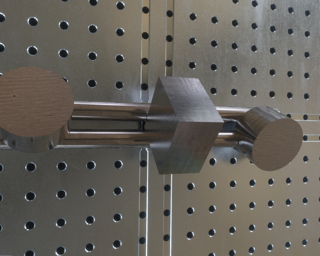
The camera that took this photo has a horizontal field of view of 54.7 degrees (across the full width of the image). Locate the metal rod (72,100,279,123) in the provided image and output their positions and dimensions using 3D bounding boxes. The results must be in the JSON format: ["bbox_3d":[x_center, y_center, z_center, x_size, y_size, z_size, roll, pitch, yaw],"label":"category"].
[{"bbox_3d":[0.035,-0.020,0.425,0.302,0.025,0.025,1,90,-20],"label":"metal rod"}]

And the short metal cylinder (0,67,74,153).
[{"bbox_3d":[-0.136,-0.019,0.334,0.081,0.050,0.080,8,65,-17],"label":"short metal cylinder"}]

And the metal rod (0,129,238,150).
[{"bbox_3d":[-0.035,0.014,0.399,0.302,0.025,0.025,1,90,-20],"label":"metal rod"}]

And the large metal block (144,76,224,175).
[{"bbox_3d":[0.023,-0.003,0.360,0.050,0.080,0.079,1,132,-20],"label":"large metal block"}]

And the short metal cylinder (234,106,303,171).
[{"bbox_3d":[0.152,0.014,0.441,0.081,0.050,0.079,-8,115,-16],"label":"short metal cylinder"}]
